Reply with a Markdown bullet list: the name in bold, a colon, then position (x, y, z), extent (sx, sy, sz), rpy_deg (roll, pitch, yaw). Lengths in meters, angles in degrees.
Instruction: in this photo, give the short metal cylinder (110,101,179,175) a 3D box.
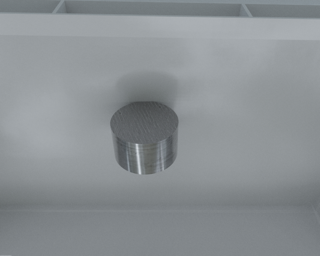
- **short metal cylinder**: position (-0.018, 0.011, 0.382), extent (0.081, 0.080, 0.050), rpy_deg (-1, 130, 0)
